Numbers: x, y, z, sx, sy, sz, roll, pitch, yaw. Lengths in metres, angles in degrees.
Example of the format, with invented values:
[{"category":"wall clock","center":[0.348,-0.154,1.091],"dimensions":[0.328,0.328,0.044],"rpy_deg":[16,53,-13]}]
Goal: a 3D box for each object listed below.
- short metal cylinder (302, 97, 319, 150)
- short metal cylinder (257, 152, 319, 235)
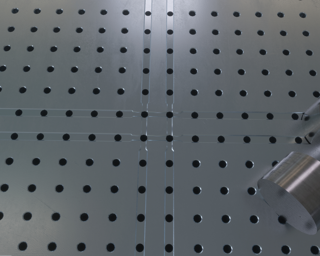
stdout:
[{"category":"short metal cylinder","center":[0.236,-0.010,0.404],"dimensions":[0.081,0.050,0.080],"rpy_deg":[0,70,0]},{"category":"short metal cylinder","center":[0.161,0.074,0.357],"dimensions":[0.050,0.080,0.080],"rpy_deg":[-38,75,-13]}]
